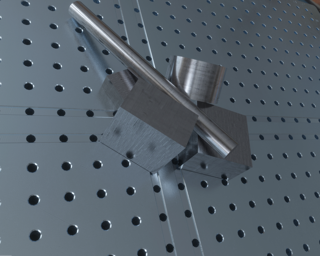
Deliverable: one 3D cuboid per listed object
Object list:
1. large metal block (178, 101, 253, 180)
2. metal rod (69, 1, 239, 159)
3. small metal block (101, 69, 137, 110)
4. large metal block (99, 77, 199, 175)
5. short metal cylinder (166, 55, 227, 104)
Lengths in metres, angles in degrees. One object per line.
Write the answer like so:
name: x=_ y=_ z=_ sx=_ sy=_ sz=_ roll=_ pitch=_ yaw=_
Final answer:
large metal block: x=0.073 y=0.018 z=0.422 sx=0.081 sy=0.050 sz=0.080 roll=16 pitch=55 yaw=-19
metal rod: x=-0.019 y=-0.073 z=0.405 sx=0.300 sy=0.025 sz=0.025 roll=44 pitch=50 yaw=17
small metal block: x=-0.042 y=-0.051 z=0.418 sx=0.050 sy=0.025 sz=0.050 roll=-27 pitch=77 yaw=-37
large metal block: x=-0.015 y=0.001 z=0.365 sx=0.080 sy=0.080 sz=0.050 roll=32 pitch=51 yaw=-8
short metal cylinder: x=0.048 y=-0.068 z=0.433 sx=0.081 sy=0.080 sz=0.050 roll=8 pitch=102 yaw=-24
